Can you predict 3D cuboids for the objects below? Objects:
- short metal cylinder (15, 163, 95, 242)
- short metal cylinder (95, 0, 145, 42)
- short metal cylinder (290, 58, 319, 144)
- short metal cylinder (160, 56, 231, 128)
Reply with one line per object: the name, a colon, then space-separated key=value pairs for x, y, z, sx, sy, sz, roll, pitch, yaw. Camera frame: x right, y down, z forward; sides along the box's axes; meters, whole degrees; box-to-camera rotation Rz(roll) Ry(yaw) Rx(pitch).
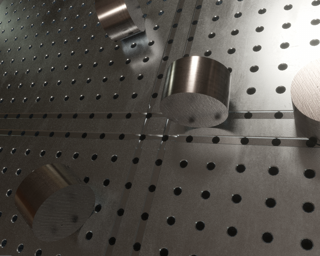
short metal cylinder: x=-0.128 y=0.091 z=0.383 sx=0.050 sy=0.080 sz=0.080 roll=32 pitch=79 yaw=37
short metal cylinder: x=-0.066 y=-0.193 z=0.524 sx=0.050 sy=0.080 sz=0.080 roll=-17 pitch=55 yaw=18
short metal cylinder: x=0.179 y=-0.027 z=0.315 sx=0.080 sy=0.050 sz=0.080 roll=-13 pitch=56 yaw=20
short metal cylinder: x=0.044 y=-0.041 z=0.374 sx=0.080 sy=0.080 sz=0.050 roll=-3 pitch=60 yaw=26
